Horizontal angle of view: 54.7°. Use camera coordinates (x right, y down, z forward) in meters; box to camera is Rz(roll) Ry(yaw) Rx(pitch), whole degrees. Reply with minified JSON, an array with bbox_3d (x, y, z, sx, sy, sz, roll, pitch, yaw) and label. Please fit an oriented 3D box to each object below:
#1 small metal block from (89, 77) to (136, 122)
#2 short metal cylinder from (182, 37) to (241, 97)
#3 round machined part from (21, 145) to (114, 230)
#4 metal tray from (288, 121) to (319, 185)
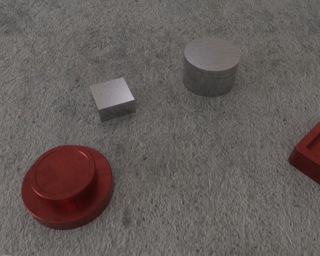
[{"bbox_3d":[-0.067,-0.041,0.437,0.050,0.025,0.050,-18,52,-15],"label":"small metal block"},{"bbox_3d":[0.075,-0.092,0.465,0.081,0.050,0.080,0,50,0],"label":"short metal cylinder"},{"bbox_3d":[-0.103,0.057,0.343,0.099,0.042,0.098,0,50,0],"label":"round machined part"},{"bbox_3d":[0.234,0.045,0.363,0.091,0.030,0.130,-35,59,-26],"label":"metal tray"}]
